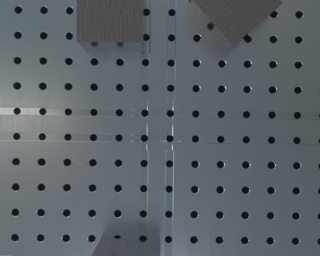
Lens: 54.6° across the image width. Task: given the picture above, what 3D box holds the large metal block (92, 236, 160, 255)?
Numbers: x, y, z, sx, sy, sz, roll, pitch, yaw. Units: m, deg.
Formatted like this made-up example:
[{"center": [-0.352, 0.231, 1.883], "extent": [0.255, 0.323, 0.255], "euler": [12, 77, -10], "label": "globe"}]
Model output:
[{"center": [-0.042, 0.177, 0.386], "extent": [0.080, 0.080, 0.050], "euler": [5, 90, 0], "label": "large metal block"}]

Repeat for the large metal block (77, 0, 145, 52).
[{"center": [-0.060, -0.144, 0.400], "extent": [0.080, 0.050, 0.080], "euler": [0, 90, 0], "label": "large metal block"}]

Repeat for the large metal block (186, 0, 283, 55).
[{"center": [0.093, -0.156, 0.401], "extent": [0.080, 0.050, 0.080], "euler": [-41, 90, 0], "label": "large metal block"}]
